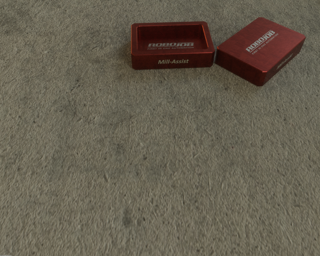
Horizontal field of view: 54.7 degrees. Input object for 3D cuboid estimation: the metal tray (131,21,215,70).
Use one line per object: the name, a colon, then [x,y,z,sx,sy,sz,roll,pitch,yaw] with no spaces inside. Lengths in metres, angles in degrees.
metal tray: [0.018,-0.139,0.516,0.131,0.030,0.090,-2,50,-2]

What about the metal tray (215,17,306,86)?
metal tray: [0.165,-0.130,0.510,0.090,0.030,0.131,36,58,26]
